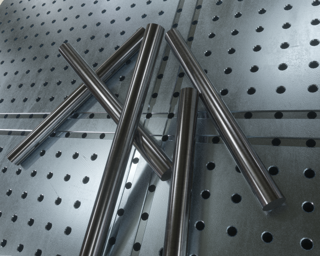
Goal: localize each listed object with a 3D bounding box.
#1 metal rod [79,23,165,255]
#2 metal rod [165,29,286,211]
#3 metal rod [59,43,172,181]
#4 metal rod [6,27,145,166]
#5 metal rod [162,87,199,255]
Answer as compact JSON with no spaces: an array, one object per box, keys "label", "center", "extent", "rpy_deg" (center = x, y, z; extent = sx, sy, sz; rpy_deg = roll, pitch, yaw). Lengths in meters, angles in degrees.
[{"label":"metal rod","center":[-0.044,0.011,0.382],"extent":[0.025,0.025,0.299],"rpy_deg":[9,78,32]},{"label":"metal rod","center":[0.066,-0.035,0.394],"extent":[0.025,0.025,0.299],"rpy_deg":[-30,52,9]},{"label":"metal rod","center":[-0.074,-0.040,0.447],"extent":[0.025,0.025,0.300],"rpy_deg":[-42,58,-1]},{"label":"metal rod","center":[-0.130,-0.054,0.506],"extent":[0.300,0.025,0.025],"rpy_deg":[-45,51,-4]},{"label":"metal rod","center":[0.020,0.089,0.332],"extent":[0.025,0.025,0.299],"rpy_deg":[-5,62,25]}]
